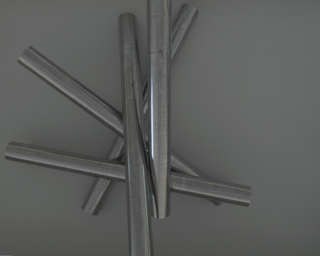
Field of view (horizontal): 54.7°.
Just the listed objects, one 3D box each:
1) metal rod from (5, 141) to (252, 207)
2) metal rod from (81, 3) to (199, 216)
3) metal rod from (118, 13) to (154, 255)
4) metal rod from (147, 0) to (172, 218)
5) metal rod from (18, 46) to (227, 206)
[{"bbox_3d":[-0.041,0.056,0.383,0.302,0.025,0.025,10,90,4],"label":"metal rod"},{"bbox_3d":[-0.026,-0.024,0.411,0.025,0.025,0.299,27,90,0],"label":"metal rod"},{"bbox_3d":[-0.031,-0.005,0.361,0.025,0.025,0.299,-5,70,0],"label":"metal rod"},{"bbox_3d":[-0.001,-0.045,0.326,0.025,0.025,0.298,0,104,0],"label":"metal rod"},{"bbox_3d":[-0.037,0.004,0.385,0.301,0.025,0.025,37,90,-11],"label":"metal rod"}]
